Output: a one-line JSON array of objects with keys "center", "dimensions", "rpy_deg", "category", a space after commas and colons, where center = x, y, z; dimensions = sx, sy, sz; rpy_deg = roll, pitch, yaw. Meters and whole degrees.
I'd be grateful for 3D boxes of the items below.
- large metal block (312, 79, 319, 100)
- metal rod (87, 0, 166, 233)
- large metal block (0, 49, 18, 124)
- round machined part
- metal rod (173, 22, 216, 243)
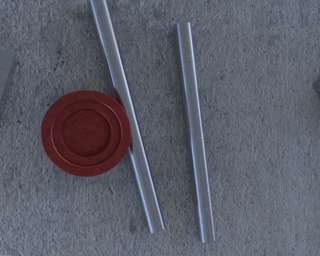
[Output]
[{"center": [0.316, -0.062, 0.515], "dimensions": [0.080, 0.050, 0.080], "rpy_deg": [-35, 102, -17], "category": "large metal block"}, {"center": [-0.041, -0.012, 0.394], "dimensions": [0.025, 0.025, 0.298], "rpy_deg": [-16, 96, -20], "category": "metal rod"}, {"center": [-0.203, -0.048, 0.321], "dimensions": [0.081, 0.050, 0.080], "rpy_deg": [16, 85, -20], "category": "large metal block"}, {"center": [-0.086, 0.006, 0.366], "dimensions": [0.099, 0.042, 0.097], "rpy_deg": [0, 91, -16], "category": "round machined part"}, {"center": [0.048, 0.008, 0.428], "dimensions": [0.025, 0.025, 0.298], "rpy_deg": [-8, 93, -20], "category": "metal rod"}]
